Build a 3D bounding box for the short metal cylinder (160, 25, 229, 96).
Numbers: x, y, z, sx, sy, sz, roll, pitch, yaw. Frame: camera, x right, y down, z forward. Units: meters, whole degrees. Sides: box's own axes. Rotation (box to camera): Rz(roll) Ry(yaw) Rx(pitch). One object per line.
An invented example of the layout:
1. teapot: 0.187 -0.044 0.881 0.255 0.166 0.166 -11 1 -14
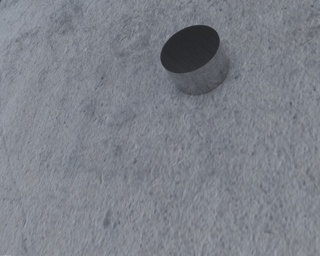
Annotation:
1. short metal cylinder: 0.048 -0.091 0.418 0.080 0.050 0.080 -13 56 20
